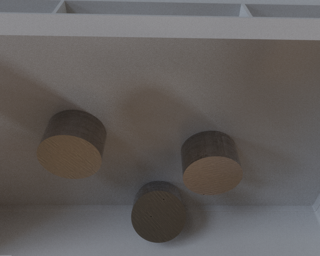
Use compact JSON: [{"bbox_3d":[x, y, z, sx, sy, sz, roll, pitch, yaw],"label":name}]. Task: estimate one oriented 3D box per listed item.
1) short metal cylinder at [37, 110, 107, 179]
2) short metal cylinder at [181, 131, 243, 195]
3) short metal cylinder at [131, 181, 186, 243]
[{"bbox_3d":[-0.114,0.022,0.410,0.081,0.050,0.079,0,130,0],"label":"short metal cylinder"},{"bbox_3d":[0.071,0.050,0.437,0.081,0.050,0.079,0,130,0],"label":"short metal cylinder"},{"bbox_3d":[-0.002,0.127,0.478,0.081,0.050,0.079,0,97,-1],"label":"short metal cylinder"}]
